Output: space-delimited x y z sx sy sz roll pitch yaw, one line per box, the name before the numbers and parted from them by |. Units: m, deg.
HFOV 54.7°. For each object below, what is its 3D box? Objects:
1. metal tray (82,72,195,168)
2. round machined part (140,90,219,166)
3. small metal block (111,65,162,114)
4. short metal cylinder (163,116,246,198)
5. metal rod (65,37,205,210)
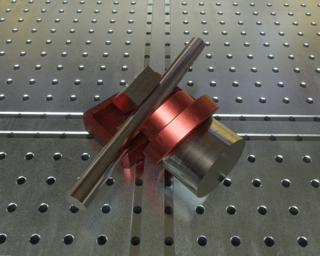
metal tray | -0.024 -0.017 0.417 0.131 0.030 0.090 -36 59 -27
round machined part | 0.017 -0.005 0.351 0.099 0.098 0.042 -39 82 -28
small metal block | -0.031 -0.049 0.404 0.025 0.050 0.050 44 66 -13
short metal cylinder | 0.049 0.030 0.345 0.080 0.080 0.050 -36 59 -27
metal rod | -0.013 -0.028 0.391 0.025 0.025 0.301 22 53 17
